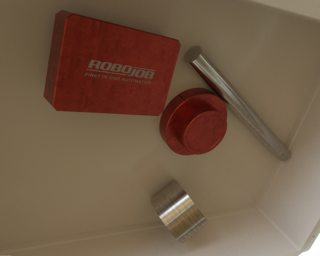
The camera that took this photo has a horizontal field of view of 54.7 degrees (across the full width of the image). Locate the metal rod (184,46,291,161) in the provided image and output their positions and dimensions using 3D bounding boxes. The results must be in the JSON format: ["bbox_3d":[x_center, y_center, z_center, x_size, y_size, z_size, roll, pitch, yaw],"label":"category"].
[{"bbox_3d":[0.133,-0.020,0.471,0.025,0.025,0.301,-49,129,6],"label":"metal rod"}]

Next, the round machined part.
[{"bbox_3d":[0.053,-0.003,0.427,0.099,0.042,0.097,-14,125,-21],"label":"round machined part"}]

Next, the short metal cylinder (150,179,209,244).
[{"bbox_3d":[0.029,0.125,0.468,0.050,0.080,0.080,-37,130,-4],"label":"short metal cylinder"}]

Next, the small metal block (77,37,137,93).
[{"bbox_3d":[-0.056,-0.068,0.337,0.050,0.025,0.050,-24,128,-14],"label":"small metal block"}]

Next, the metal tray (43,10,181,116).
[{"bbox_3d":[-0.046,-0.062,0.326,0.131,0.030,0.089,1,112,-38],"label":"metal tray"}]
